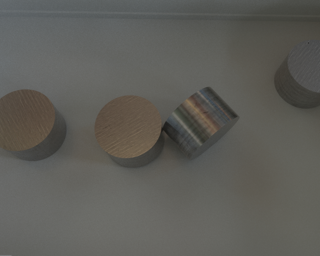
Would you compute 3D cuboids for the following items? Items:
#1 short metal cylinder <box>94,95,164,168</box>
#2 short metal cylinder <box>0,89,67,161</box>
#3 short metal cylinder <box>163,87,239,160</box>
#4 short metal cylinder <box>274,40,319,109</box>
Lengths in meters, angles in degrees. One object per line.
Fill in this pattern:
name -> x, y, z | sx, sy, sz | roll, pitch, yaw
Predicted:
short metal cylinder -> -0.036, 0.006, 0.390 | 0.080, 0.050, 0.080 | -1, 70, 4
short metal cylinder -> -0.167, -0.002, 0.395 | 0.081, 0.050, 0.080 | 0, 70, 0
short metal cylinder -> 0.051, -0.005, 0.383 | 0.080, 0.080, 0.050 | -37, 75, -13
short metal cylinder -> 0.206, -0.073, 0.426 | 0.081, 0.050, 0.080 | 0, 70, 0
